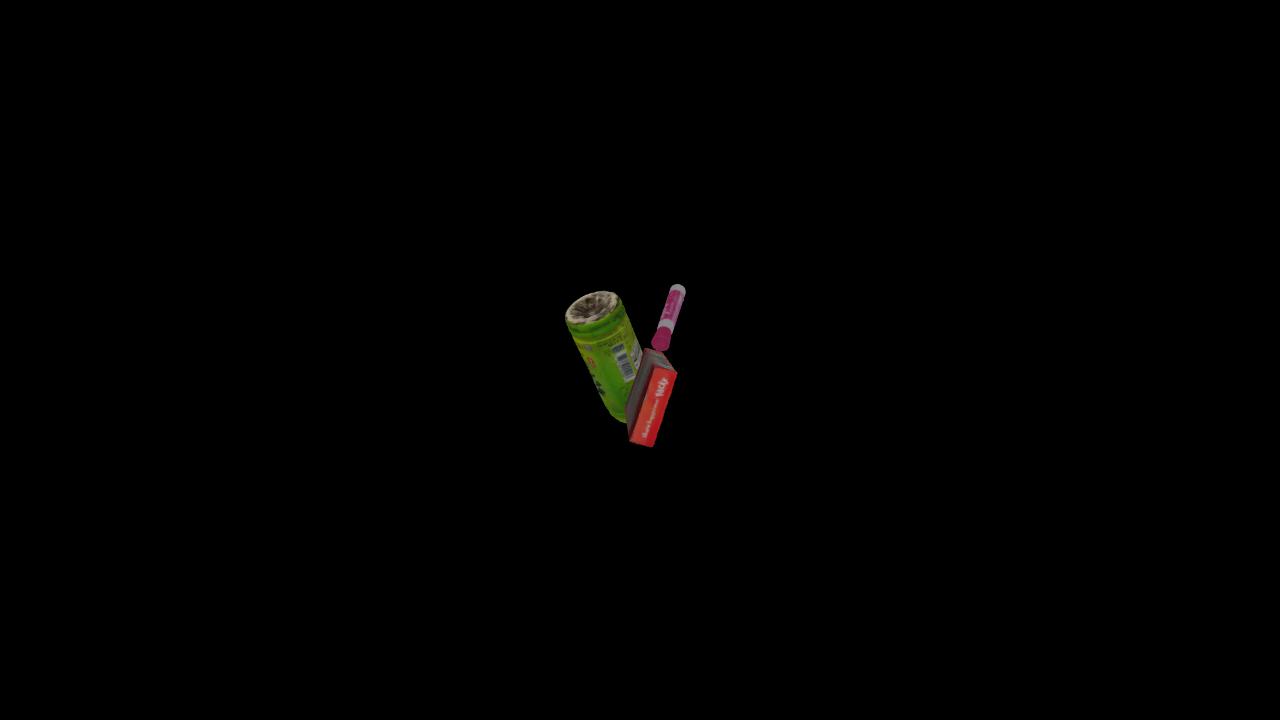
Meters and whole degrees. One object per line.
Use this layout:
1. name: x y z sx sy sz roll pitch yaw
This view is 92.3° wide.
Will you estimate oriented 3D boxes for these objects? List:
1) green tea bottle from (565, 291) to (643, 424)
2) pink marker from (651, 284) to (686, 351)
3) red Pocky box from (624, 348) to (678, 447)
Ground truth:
1. green tea bottle: -0.023 0.018 0.761 0.073 0.212 0.073 -15 34 10
2. pink marker: 0.032 -0.047 0.668 0.020 0.020 0.121 0 34 14
3. red Pocky box: 0.009 0.037 0.678 0.028 0.083 0.155 19 7 -6
